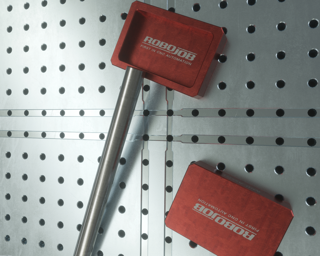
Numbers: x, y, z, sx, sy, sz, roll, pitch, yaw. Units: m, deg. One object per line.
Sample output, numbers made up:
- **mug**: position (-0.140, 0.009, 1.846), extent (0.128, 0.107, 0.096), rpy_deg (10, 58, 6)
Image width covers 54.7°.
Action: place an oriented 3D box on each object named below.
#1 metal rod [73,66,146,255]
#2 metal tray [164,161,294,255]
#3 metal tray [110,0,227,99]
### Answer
- **metal rod**: position (-0.074, 0.064, 0.422), extent (0.025, 0.025, 0.298), rpy_deg (22, 103, 18)
- **metal tray**: position (0.082, 0.108, 0.381), extent (0.130, 0.030, 0.090), rpy_deg (25, 98, 18)
- **metal tray**: position (0.009, -0.102, 0.406), extent (0.130, 0.030, 0.089), rpy_deg (25, 98, 18)
